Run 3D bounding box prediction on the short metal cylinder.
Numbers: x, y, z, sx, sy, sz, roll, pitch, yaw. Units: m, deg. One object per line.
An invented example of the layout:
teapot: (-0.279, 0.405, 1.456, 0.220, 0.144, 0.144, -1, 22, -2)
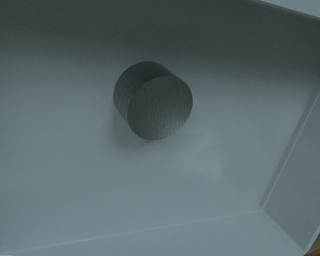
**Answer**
short metal cylinder: (-0.009, -0.033, 0.367, 0.081, 0.050, 0.080, -14, 124, -21)
